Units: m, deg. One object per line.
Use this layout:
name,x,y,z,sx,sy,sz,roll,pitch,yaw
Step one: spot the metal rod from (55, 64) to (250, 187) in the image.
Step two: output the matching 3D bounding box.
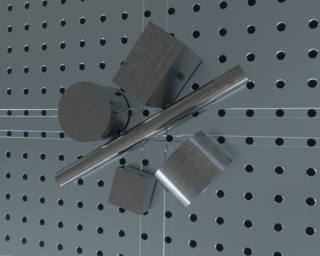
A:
metal rod,-0.023,0.005,0.417,0.300,0.025,0.025,-30,80,17

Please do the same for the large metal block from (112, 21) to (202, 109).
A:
large metal block,-0.001,-0.072,0.380,0.050,0.080,0.080,38,102,16

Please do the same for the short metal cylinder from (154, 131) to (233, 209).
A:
short metal cylinder,0.039,0.049,0.366,0.050,0.080,0.080,45,104,14

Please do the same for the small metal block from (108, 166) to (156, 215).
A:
small metal block,-0.038,0.084,0.422,0.050,0.025,0.050,16,95,19

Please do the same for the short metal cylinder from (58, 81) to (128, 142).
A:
short metal cylinder,-0.091,-0.021,0.427,0.080,0.050,0.079,0,90,20
